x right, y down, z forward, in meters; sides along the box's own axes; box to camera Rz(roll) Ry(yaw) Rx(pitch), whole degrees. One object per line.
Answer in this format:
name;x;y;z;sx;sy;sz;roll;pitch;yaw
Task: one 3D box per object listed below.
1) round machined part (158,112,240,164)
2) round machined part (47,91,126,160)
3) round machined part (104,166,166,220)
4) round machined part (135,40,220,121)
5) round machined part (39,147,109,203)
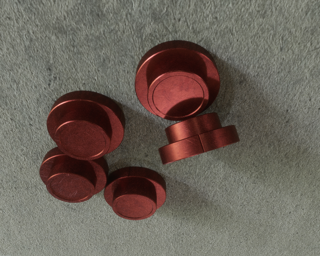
round machined part;0.044;0.011;0.383;0.098;0.098;0.042;-19;83;15
round machined part;-0.095;0.004;0.398;0.099;0.042;0.097;0;130;0
round machined part;-0.039;0.109;0.488;0.099;0.042;0.097;0;130;0
round machined part;0.020;-0.046;0.356;0.099;0.042;0.097;0;130;0
round machined part;-0.128;0.074;0.457;0.099;0.042;0.097;0;130;0
